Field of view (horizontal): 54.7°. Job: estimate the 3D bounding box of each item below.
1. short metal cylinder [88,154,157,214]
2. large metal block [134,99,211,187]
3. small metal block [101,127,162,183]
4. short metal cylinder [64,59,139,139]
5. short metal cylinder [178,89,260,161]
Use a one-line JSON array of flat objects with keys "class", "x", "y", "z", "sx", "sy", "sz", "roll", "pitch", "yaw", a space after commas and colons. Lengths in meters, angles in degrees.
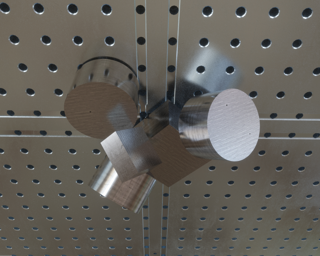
[{"class": "short metal cylinder", "x": -0.051, "y": 0.076, "z": 0.427, "sx": 0.080, "sy": 0.050, "sz": 0.080, "roll": 29, "pitch": 168, "yaw": 7}, {"class": "large metal block", "x": 0.011, "y": 0.023, "z": 0.407, "sx": 0.080, "sy": 0.050, "sz": 0.080, "roll": 37, "pitch": 121, "yaw": -27}, {"class": "small metal block", "x": -0.031, "y": 0.028, "z": 0.349, "sx": 0.025, "sy": 0.050, "sz": 0.050, "roll": -36, "pitch": 78, "yaw": 28}, {"class": "short metal cylinder", "x": -0.065, "y": -0.033, "z": 0.362, "sx": 0.081, "sy": 0.050, "sz": 0.079, "roll": 0, "pitch": 130, "yaw": 0}, {"class": "short metal cylinder", "x": 0.069, "y": -0.003, "z": 0.360, "sx": 0.080, "sy": 0.080, "sz": 0.050, "roll": 36, "pitch": 160, "yaw": -26}]
